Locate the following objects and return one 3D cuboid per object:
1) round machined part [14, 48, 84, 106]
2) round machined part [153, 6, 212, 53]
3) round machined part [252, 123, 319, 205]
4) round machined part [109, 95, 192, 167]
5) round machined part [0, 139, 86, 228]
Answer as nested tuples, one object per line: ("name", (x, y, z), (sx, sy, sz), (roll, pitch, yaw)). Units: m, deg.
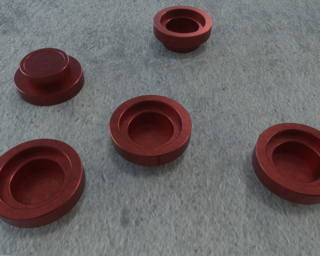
("round machined part", (-0.166, -0.082, 0.459), (0.099, 0.042, 0.098), (0, 50, 0))
("round machined part", (0.038, -0.166, 0.532), (0.099, 0.042, 0.098), (0, 50, 0))
("round machined part", (0.156, 0.044, 0.357), (0.099, 0.042, 0.098), (0, 50, 0))
("round machined part", (-0.011, 0.007, 0.386), (0.099, 0.042, 0.098), (0, 50, 0))
("round machined part", (-0.131, 0.062, 0.338), (0.099, 0.042, 0.098), (0, 50, 0))
